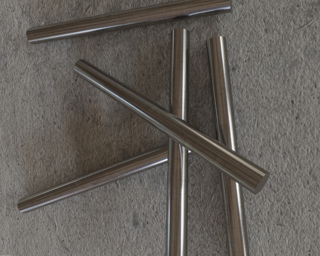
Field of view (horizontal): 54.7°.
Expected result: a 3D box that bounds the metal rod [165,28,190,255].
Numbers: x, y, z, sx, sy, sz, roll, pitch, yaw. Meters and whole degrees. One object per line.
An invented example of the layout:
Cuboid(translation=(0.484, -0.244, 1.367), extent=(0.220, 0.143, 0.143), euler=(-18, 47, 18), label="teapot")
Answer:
Cuboid(translation=(0.022, 0.024, 0.373), extent=(0.025, 0.025, 0.299), euler=(-2, 79, 20), label="metal rod")

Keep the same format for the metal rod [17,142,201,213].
Cuboid(translation=(-0.080, 0.068, 0.437), extent=(0.300, 0.025, 0.025), euler=(-22, 83, 18), label="metal rod")

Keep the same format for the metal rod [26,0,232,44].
Cuboid(translation=(-0.055, -0.148, 0.428), extent=(0.301, 0.025, 0.025), euler=(-3, 89, 19), label="metal rod")

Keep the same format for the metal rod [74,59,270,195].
Cuboid(translation=(-0.010, -0.018, 0.370), extent=(0.300, 0.025, 0.025), euler=(34, 101, 33), label="metal rod")

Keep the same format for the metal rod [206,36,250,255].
Cuboid(translation=(0.084, 0.039, 0.379), extent=(0.025, 0.025, 0.298), euler=(-6, 88, 20), label="metal rod")
